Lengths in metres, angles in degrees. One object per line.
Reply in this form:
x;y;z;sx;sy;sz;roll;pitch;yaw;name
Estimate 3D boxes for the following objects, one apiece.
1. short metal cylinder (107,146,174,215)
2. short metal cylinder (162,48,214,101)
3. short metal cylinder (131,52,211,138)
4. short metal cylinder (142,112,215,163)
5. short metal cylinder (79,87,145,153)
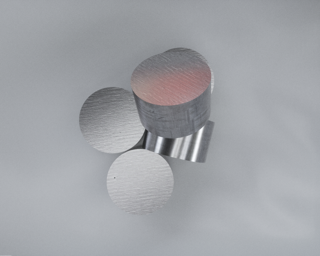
-0.024;0.065;0.397;0.081;0.050;0.079;0;90;-1;short metal cylinder
0.025;-0.057;0.398;0.081;0.050;0.079;0;90;-1;short metal cylinder
0.013;-0.036;0.327;0.080;0.050;0.080;-4;50;5;short metal cylinder
0.023;0.009;0.383;0.080;0.080;0.050;13;90;-1;short metal cylinder
-0.057;-0.010;0.396;0.081;0.050;0.079;0;90;-1;short metal cylinder
